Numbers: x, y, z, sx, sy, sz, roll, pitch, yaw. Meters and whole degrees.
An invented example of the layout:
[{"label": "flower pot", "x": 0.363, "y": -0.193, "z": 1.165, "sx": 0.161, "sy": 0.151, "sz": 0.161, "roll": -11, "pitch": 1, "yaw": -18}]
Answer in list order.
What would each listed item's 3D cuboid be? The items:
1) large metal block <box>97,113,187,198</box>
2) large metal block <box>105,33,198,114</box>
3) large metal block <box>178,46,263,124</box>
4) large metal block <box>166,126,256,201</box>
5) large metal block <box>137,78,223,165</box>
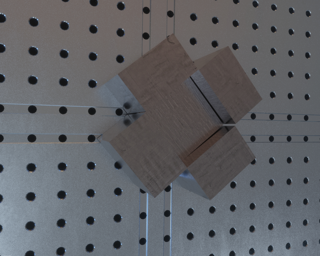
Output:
[{"label": "large metal block", "x": -0.025, "y": 0.030, "z": 0.374, "sx": 0.050, "sy": 0.080, "sz": 0.080, "roll": -41, "pitch": 103, "yaw": -15}, {"label": "large metal block", "x": -0.014, "y": -0.062, "z": 0.378, "sx": 0.080, "sy": 0.080, "sz": 0.050, "roll": -40, "pitch": 103, "yaw": -15}, {"label": "large metal block", "x": 0.073, "y": -0.052, "z": 0.410, "sx": 0.050, "sy": 0.080, "sz": 0.080, "roll": -41, "pitch": 103, "yaw": -16}, {"label": "large metal block", "x": 0.061, "y": 0.041, "z": 0.407, "sx": 0.080, "sy": 0.080, "sz": 0.050, "roll": -39, "pitch": 103, "yaw": -16}, {"label": "large metal block", "x": 0.020, "y": -0.011, "z": 0.405, "sx": 0.080, "sy": 0.050, "sz": 0.080, "roll": -40, "pitch": 101, "yaw": -14}]
